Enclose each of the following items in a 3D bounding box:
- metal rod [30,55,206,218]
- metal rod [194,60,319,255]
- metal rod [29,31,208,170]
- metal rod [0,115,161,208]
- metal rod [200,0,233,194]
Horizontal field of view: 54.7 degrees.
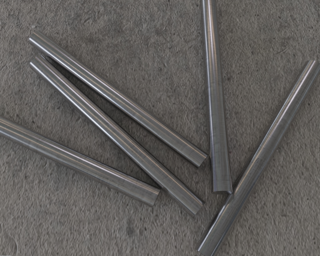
[{"bbox_3d":[-0.064,0.003,0.406,0.300,0.025,0.025,41,75,13],"label":"metal rod"},{"bbox_3d":[0.134,0.029,0.398,0.025,0.025,0.300,33,73,11],"label":"metal rod"},{"bbox_3d":[-0.064,-0.044,0.423,0.300,0.025,0.025,37,74,12],"label":"metal rod"},{"bbox_3d":[-0.141,0.027,0.397,0.301,0.025,0.025,23,72,8],"label":"metal rod"},{"bbox_3d":[0.074,-0.061,0.424,0.025,0.025,0.299,0,67,0],"label":"metal rod"}]
